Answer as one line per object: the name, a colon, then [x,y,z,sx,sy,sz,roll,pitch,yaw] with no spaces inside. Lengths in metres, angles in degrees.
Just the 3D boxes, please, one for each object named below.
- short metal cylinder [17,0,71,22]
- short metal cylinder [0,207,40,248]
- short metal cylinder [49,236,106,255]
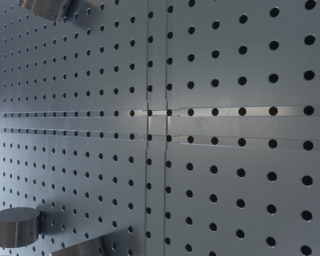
short metal cylinder: [-0.197,-0.229,0.536,0.080,0.081,0.050,49,119,29]
short metal cylinder: [-0.279,0.192,0.604,0.080,0.081,0.050,7,95,40]
short metal cylinder: [-0.125,0.205,0.477,0.080,0.081,0.050,-30,72,36]
